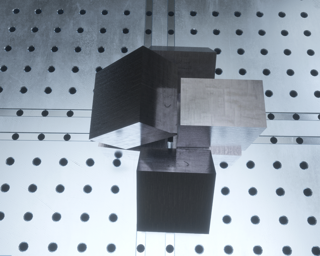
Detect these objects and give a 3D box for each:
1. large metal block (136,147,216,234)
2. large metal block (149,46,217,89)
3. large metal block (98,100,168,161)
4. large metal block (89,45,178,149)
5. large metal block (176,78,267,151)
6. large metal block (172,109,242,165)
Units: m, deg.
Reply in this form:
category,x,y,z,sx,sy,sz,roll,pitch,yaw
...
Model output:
category,x,y,z,sx,sy,sz,roll,pitch,yaw
large metal block,0.016,0.070,0.351,0.080,0.050,0.079,2,115,1
large metal block,0.026,-0.078,0.403,0.080,0.080,0.050,2,108,1
large metal block,-0.028,-0.002,0.400,0.080,0.050,0.080,7,70,2
large metal block,-0.028,-0.028,0.331,0.080,0.050,0.080,-17,63,42
large metal block,0.060,-0.011,0.334,0.080,0.080,0.050,2,70,0
large metal block,0.057,0.001,0.398,0.080,0.050,0.080,3,70,1
